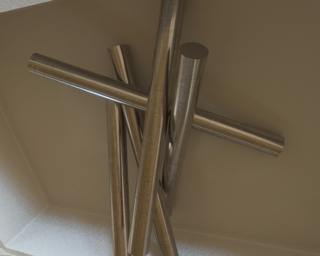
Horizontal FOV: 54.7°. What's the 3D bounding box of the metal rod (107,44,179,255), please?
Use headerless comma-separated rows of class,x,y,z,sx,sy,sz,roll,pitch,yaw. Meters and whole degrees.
metal rod,-0.018,0.044,0.403,0.025,0.025,0.298,-7,103,31

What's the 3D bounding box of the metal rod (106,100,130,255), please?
metal rod,-0.053,0.089,0.409,0.025,0.025,0.298,-1,92,28

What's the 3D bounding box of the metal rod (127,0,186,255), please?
metal rod,-0.005,-0.002,0.336,0.025,0.025,0.298,12,101,21

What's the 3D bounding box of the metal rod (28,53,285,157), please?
metal rod,-0.007,-0.028,0.358,0.301,0.025,0.025,19,127,3

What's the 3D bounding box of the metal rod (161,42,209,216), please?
metal rod,0.018,0.032,0.373,0.025,0.025,0.298,23,141,14
